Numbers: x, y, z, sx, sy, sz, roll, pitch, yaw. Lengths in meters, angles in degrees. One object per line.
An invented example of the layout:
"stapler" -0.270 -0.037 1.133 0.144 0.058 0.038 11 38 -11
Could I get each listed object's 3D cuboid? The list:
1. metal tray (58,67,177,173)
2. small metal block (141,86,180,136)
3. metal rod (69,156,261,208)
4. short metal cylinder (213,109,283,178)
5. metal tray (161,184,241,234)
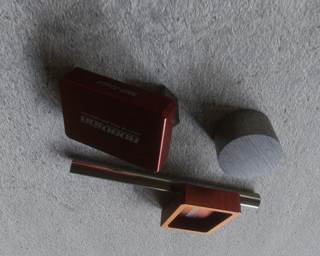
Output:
"metal tray" -0.051 -0.009 0.362 0.130 0.030 0.089 20 132 14
"small metal block" -0.005 -0.017 0.377 0.050 0.050 0.025 -32 123 24
"metal rod" 0.016 0.087 0.481 0.302 0.025 0.025 13 129 -12
"short metal cylinder" 0.114 0.022 0.411 0.081 0.050 0.079 0 130 0
"metal tray" 0.060 0.133 0.493 0.091 0.030 0.129 11 146 -9
